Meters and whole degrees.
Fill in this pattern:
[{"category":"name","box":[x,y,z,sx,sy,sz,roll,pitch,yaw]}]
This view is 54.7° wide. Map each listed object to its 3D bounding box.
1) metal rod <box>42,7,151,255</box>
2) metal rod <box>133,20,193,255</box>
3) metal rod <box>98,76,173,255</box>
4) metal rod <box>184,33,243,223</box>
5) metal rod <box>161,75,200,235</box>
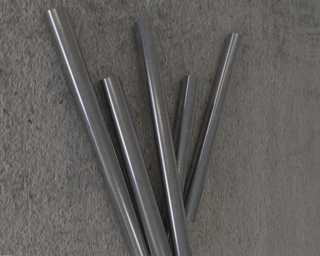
[{"category":"metal rod","box":[-0.065,0.020,0.349,0.025,0.025,0.298,-27,107,-37]},{"category":"metal rod","box":[0.004,0.016,0.389,0.025,0.025,0.298,-10,91,-40]},{"category":"metal rod","box":[-0.018,0.086,0.371,0.025,0.025,0.298,-21,98,-38]},{"category":"metal rod","box":[0.079,-0.009,0.470,0.025,0.025,0.299,28,73,-37]},{"category":"metal rod","box":[0.021,0.075,0.422,0.025,0.025,0.299,15,80,-39]}]
